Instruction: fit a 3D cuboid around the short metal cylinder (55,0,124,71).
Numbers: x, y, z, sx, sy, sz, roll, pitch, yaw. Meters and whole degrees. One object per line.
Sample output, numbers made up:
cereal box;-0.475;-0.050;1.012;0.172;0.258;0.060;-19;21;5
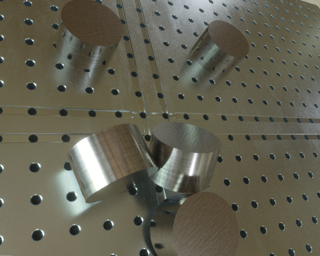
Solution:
short metal cylinder;-0.096;-0.125;0.416;0.081;0.050;0.080;14;56;-21

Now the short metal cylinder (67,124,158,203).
short metal cylinder;-0.049;0.037;0.324;0.081;0.080;0.050;-16;70;-34

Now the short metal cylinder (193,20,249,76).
short metal cylinder;0.104;-0.137;0.531;0.081;0.050;0.080;14;56;-21

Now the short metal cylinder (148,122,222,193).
short metal cylinder;0.026;0.032;0.362;0.081;0.050;0.080;10;22;-4

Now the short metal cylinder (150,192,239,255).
short metal cylinder;0.037;0.111;0.333;0.081;0.050;0.080;8;72;-26
